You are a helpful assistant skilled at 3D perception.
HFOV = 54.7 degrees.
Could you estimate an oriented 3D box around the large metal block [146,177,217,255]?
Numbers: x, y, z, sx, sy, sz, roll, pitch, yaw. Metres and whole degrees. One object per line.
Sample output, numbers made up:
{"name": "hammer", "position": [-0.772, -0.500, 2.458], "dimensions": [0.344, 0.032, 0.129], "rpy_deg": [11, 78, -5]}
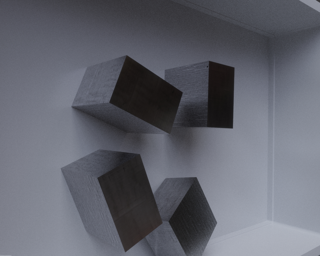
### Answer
{"name": "large metal block", "position": [0.025, 0.121, 0.402], "dimensions": [0.080, 0.050, 0.080], "rpy_deg": [-47, 119, -46]}

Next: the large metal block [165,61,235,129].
{"name": "large metal block", "position": [0.051, -0.040, 0.415], "dimensions": [0.050, 0.080, 0.079], "rpy_deg": [3, 88, -40]}

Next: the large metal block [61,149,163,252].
{"name": "large metal block", "position": [-0.052, 0.071, 0.329], "dimensions": [0.050, 0.080, 0.080], "rpy_deg": [-28, 108, -37]}

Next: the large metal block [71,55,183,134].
{"name": "large metal block", "position": [-0.036, -0.031, 0.342], "dimensions": [0.080, 0.080, 0.050], "rpy_deg": [28, 73, -37]}
